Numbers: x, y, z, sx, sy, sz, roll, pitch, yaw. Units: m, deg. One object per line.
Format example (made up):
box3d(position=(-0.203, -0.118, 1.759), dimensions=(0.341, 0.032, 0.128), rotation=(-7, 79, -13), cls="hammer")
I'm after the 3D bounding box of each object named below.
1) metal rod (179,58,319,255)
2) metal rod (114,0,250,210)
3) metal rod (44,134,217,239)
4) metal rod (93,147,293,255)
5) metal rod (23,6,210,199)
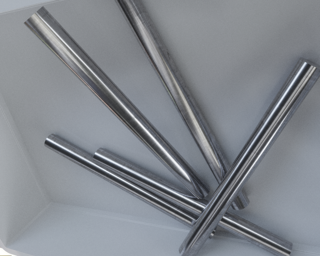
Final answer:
box3d(position=(0.092, 0.058, 0.367), dimensions=(0.025, 0.025, 0.298), rotation=(29, 119, 9), cls="metal rod")
box3d(position=(0.034, -0.023, 0.375), dimensions=(0.025, 0.025, 0.299), rotation=(-20, 108, 35), cls="metal rod")
box3d(position=(-0.052, 0.087, 0.487), dimensions=(0.301, 0.025, 0.025), rotation=(27, 128, 10), cls="metal rod")
box3d(position=(0.035, 0.101, 0.443), dimensions=(0.301, 0.025, 0.025), rotation=(24, 127, 15), cls="metal rod")
box3d(position=(-0.030, -0.009, 0.363), dimensions=(0.025, 0.025, 0.300), rotation=(-20, 125, 35), cls="metal rod")
